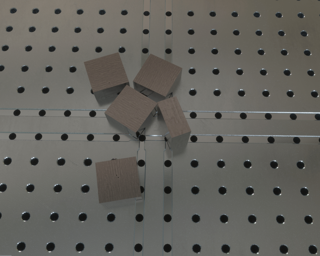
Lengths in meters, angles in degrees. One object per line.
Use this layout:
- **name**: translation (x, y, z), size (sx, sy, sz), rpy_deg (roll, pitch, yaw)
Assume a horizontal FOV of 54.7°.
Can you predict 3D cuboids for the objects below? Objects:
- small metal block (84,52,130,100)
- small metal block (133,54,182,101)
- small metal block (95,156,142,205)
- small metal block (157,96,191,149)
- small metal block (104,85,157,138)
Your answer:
- **small metal block**: translation (-0.074, -0.073, 0.438), size (0.050, 0.025, 0.050), rpy_deg (-18, 71, -7)
- **small metal block**: translation (-0.003, -0.069, 0.437), size (0.050, 0.025, 0.050), rpy_deg (27, 72, 9)
- **small metal block**: translation (-0.051, 0.066, 0.387), size (0.050, 0.025, 0.050), rpy_deg (-9, 70, -4)
- **small metal block**: translation (0.017, -0.006, 0.401), size (0.025, 0.050, 0.050), rpy_deg (-19, 71, -7)
- **small metal block**: translation (-0.038, -0.022, 0.419), size (0.050, 0.025, 0.050), rpy_deg (32, 73, 10)
